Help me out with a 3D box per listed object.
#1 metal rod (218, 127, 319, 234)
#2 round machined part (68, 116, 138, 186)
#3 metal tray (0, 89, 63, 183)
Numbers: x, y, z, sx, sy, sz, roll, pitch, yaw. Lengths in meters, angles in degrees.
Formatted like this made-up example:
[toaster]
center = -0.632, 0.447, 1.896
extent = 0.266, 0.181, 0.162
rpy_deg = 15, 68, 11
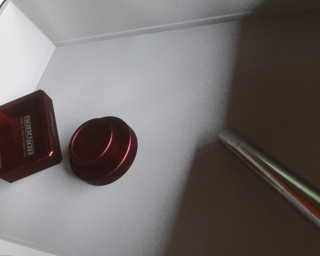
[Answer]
[metal rod]
center = 0.115, 0.060, 0.222
extent = 0.025, 0.025, 0.300
rpy_deg = -39, 24, 1
[round machined part]
center = -0.084, 0.025, 0.421
extent = 0.098, 0.042, 0.098
rpy_deg = -13, 56, 20
[metal tray]
center = -0.210, 0.010, 0.485
extent = 0.090, 0.030, 0.130
rpy_deg = -22, 59, 1
